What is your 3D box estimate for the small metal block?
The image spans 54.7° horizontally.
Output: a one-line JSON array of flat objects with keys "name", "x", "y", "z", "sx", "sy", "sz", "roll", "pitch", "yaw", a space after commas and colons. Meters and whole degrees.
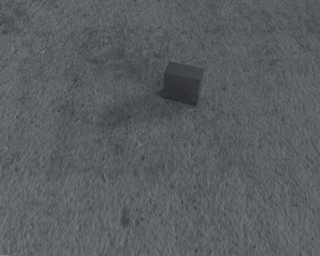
[{"name": "small metal block", "x": 0.033, "y": -0.062, "z": 0.440, "sx": 0.050, "sy": 0.050, "sz": 0.025, "roll": 14, "pitch": 52, "yaw": 11}]
